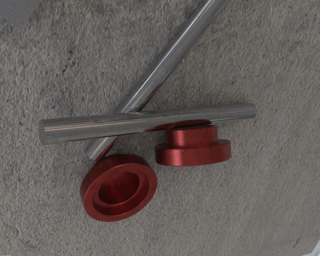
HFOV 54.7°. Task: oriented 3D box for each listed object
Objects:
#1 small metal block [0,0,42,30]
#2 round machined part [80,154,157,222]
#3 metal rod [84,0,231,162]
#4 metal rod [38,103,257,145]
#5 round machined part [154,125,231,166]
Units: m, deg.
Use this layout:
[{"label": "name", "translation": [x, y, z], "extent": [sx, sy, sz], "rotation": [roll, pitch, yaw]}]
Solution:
[{"label": "small metal block", "translation": [-0.128, -0.121, 0.262], "extent": [0.050, 0.025, 0.050], "rotation": [33, 100, -39]}, {"label": "round machined part", "translation": [-0.057, 0.073, 0.408], "extent": [0.099, 0.042, 0.097], "rotation": [-15, 128, -21]}, {"label": "metal rod", "translation": [0.011, -0.081, 0.363], "extent": [0.025, 0.025, 0.299], "rotation": [33, 100, -39]}, {"label": "metal rod", "translation": [0.011, -0.011, 0.380], "extent": [0.303, 0.025, 0.025], "rotation": [-7, 122, -34]}, {"label": "round machined part", "translation": [0.042, 0.019, 0.403], "extent": [0.099, 0.098, 0.042], "rotation": [-6, 94, -25]}]
